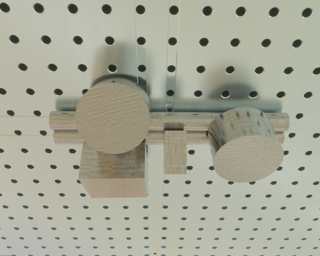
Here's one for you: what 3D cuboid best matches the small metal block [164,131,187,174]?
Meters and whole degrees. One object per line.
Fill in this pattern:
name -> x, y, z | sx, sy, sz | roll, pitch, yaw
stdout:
small metal block -> 0.018, 0.029, 0.378 | 0.025, 0.050, 0.050 | 0, 88, -1

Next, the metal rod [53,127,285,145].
metal rod -> 0.013, 0.010, 0.416 | 0.302, 0.025, 0.025 | 0, 130, -1

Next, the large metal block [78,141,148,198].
large metal block -> -0.059, 0.059, 0.422 | 0.081, 0.050, 0.080 | -1, 150, 0

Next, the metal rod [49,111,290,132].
metal rod -> 0.013, -0.009, 0.400 | 0.302, 0.025, 0.025 | 0, 130, -1

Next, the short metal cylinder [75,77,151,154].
short metal cylinder -> -0.051, -0.016, 0.358 | 0.081, 0.050, 0.079 | 0, 106, -1

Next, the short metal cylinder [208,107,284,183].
short metal cylinder -> 0.102, 0.022, 0.377 | 0.081, 0.050, 0.079 | 0, 130, 0
